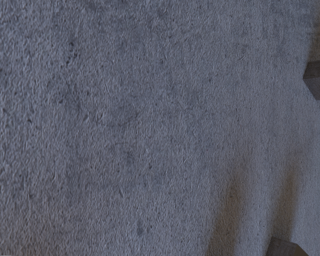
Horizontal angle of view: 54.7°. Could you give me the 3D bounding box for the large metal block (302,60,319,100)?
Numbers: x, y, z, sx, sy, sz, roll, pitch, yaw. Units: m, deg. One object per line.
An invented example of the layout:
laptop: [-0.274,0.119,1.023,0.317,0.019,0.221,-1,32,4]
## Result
large metal block: [0.377,-0.107,0.684,0.080,0.080,0.050,40,66,-33]

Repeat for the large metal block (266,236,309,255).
large metal block: [0.242,0.267,0.591,0.080,0.050,0.080,44,64,-31]
